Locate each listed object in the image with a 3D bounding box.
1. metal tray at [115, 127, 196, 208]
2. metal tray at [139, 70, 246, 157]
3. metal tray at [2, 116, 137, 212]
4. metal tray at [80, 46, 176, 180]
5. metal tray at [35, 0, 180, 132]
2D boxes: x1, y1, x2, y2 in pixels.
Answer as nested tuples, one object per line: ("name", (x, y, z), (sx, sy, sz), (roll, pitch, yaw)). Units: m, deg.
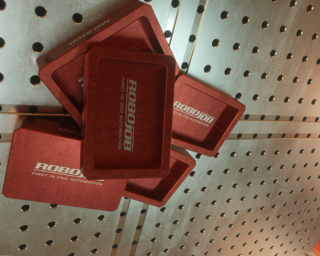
("metal tray", (-0.022, 0.054, 0.427), (0.131, 0.030, 0.090), (28, 103, -38))
("metal tray", (0.045, -0.017, 0.420), (0.131, 0.030, 0.090), (19, 109, -36))
("metal tray", (-0.102, 0.045, 0.358), (0.131, 0.030, 0.089), (13, 113, -19))
("metal tray", (-0.034, -0.014, 0.325), (0.091, 0.030, 0.129), (2, 93, -21))
("metal tray", (-0.052, -0.065, 0.337), (0.130, 0.030, 0.090), (-34, 128, -6))
